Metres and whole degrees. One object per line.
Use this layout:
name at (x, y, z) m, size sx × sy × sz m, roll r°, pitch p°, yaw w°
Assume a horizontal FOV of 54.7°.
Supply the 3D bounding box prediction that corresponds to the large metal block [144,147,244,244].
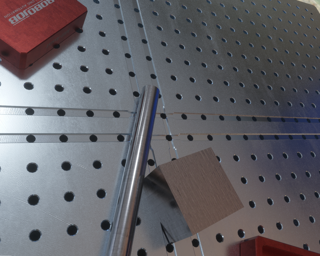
large metal block at (0.038, 0.078, 0.367) m, size 0.081 × 0.050 × 0.080 m, roll -15°, pitch 70°, yaw -34°

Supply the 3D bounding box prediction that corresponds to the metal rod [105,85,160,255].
metal rod at (-0.033, 0.070, 0.349) m, size 0.025 × 0.025 × 0.300 m, roll 21°, pitch 54°, yaw -16°

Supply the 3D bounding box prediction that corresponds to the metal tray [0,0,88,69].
metal tray at (-0.169, -0.145, 0.403) m, size 0.090 × 0.030 × 0.130 m, roll 37°, pitch 51°, yaw -4°

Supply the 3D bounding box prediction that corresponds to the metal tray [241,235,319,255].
metal tray at (0.161, 0.193, 0.375) m, size 0.131 × 0.030 × 0.090 m, roll 21°, pitch 54°, yaw -16°
